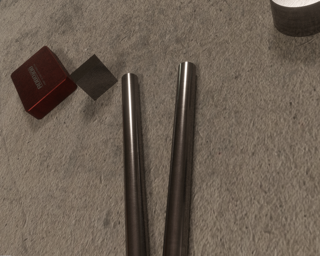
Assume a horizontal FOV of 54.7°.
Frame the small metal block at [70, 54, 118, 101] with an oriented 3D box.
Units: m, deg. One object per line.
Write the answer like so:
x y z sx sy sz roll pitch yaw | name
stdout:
-0.103 -0.079 0.488 0.050 0.050 0.025 -41 51 0 | small metal block

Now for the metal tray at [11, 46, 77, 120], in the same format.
-0.214 -0.086 0.562 0.090 0.030 0.130 -41 51 0 | metal tray

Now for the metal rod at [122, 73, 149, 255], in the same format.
-0.033 0.049 0.389 0.025 0.025 0.299 -18 55 17 | metal rod

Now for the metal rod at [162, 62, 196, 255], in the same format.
0.024 0.046 0.362 0.025 0.025 0.299 -8 58 24 | metal rod

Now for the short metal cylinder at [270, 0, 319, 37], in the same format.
0.183 -0.163 0.392 0.080 0.050 0.080 -13 56 20 | short metal cylinder
